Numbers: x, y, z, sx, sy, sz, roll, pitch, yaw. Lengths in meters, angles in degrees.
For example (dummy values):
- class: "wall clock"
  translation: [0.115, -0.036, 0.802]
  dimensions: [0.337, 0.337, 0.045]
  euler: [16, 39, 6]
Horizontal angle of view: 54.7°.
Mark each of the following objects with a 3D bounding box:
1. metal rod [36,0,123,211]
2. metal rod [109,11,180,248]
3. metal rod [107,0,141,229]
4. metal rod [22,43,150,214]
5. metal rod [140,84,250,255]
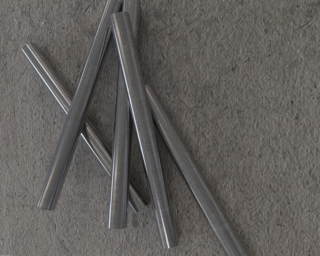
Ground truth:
- class: "metal rod"
  translation: [-0.107, -0.035, 0.424]
  dimensions: [0.025, 0.025, 0.299]
  euler: [17, 87, 19]
- class: "metal rod"
  translation: [-0.018, 0.006, 0.394]
  dimensions: [0.025, 0.025, 0.298]
  euler: [-11, 94, 19]
- class: "metal rod"
  translation: [-0.047, -0.022, 0.409]
  dimensions: [0.025, 0.025, 0.298]
  euler: [1, 84, 20]
- class: "metal rod"
  translation: [-0.113, -0.007, 0.448]
  dimensions: [0.025, 0.025, 0.300]
  euler: [-41, 77, 15]
- class: "metal rod"
  translation: [0.050, 0.076, 0.391]
  dimensions: [0.025, 0.025, 0.299]
  euler: [-32, 80, 17]
